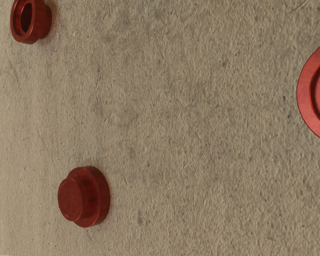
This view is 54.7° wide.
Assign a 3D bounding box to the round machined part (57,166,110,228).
[{"bbox_3d":[-0.128,0.112,0.500,0.098,0.042,0.097,0,90,40],"label":"round machined part"}]

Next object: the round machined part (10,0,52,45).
[{"bbox_3d":[-0.245,-0.210,0.597,0.098,0.042,0.097,0,90,40],"label":"round machined part"}]

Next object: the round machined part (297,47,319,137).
[{"bbox_3d":[0.170,-0.030,0.254,0.098,0.042,0.097,0,90,40],"label":"round machined part"}]
